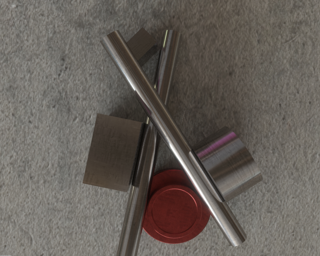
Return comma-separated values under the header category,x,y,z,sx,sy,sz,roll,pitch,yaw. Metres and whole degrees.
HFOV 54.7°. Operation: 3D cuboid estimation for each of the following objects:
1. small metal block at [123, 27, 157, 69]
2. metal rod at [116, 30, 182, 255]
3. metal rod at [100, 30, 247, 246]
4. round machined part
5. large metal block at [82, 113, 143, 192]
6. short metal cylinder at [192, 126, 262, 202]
category,x,y,z,sx,sy,sz,roll,pitch,yaw
small metal block,-0.030,-0.096,0.398,0.050,0.050,0.025,-45,91,0
metal rod,-0.013,0.020,0.396,0.025,0.025,0.298,12,84,-1
metal rod,0.022,0.020,0.377,0.025,0.025,0.299,-33,99,0
round machined part,0.018,0.103,0.404,0.099,0.042,0.097,0,90,-1
large metal block,-0.053,0.027,0.383,0.050,0.080,0.080,12,90,0
short metal cylinder,0.081,0.045,0.385,0.050,0.080,0.080,-32,90,0
